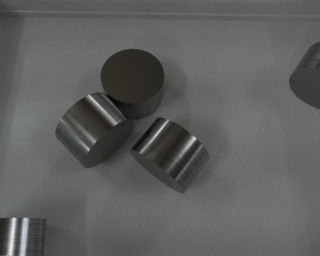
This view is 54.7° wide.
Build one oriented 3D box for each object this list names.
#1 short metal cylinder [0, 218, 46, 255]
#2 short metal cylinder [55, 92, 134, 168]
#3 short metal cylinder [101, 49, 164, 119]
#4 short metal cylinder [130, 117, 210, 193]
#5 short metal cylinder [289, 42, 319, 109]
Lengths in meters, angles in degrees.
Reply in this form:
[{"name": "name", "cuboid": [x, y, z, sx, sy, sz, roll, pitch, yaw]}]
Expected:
[{"name": "short metal cylinder", "cuboid": [-0.167, 0.126, 0.332, 0.081, 0.080, 0.050, -3, 70, -1]}, {"name": "short metal cylinder", "cuboid": [-0.078, 0.003, 0.378, 0.050, 0.080, 0.080, 43, 75, 13]}, {"name": "short metal cylinder", "cuboid": [-0.036, -0.058, 0.415, 0.081, 0.050, 0.080, 1, 68, -2]}, {"name": "short metal cylinder", "cuboid": [0.011, 0.033, 0.369, 0.080, 0.080, 0.050, 36, 74, 12]}, {"name": "short metal cylinder", "cuboid": [0.221, -0.068, 0.408, 0.080, 0.080, 0.050, 34, 74, 11]}]
